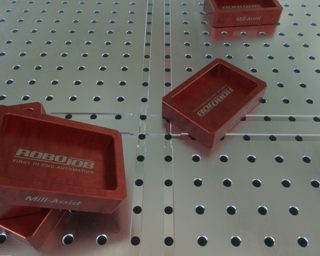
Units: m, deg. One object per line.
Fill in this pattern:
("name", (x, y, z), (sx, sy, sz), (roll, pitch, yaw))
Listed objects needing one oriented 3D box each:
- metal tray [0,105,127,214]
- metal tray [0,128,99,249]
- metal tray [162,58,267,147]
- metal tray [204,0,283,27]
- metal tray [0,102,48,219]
("metal tray", (-0.102, 0.032, 0.307), (0.131, 0.030, 0.090), (14, 44, -26))
("metal tray", (-0.139, 0.057, 0.355), (0.090, 0.030, 0.130), (19, 52, 15))
("metal tray", (0.077, -0.041, 0.439), (0.090, 0.030, 0.131), (36, 58, 26))
("metal tray", (0.160, -0.238, 0.606), (0.131, 0.030, 0.090), (-5, 50, -5))
("metal tray", (-0.172, 0.032, 0.334), (0.091, 0.030, 0.130), (-9, 51, -8))
